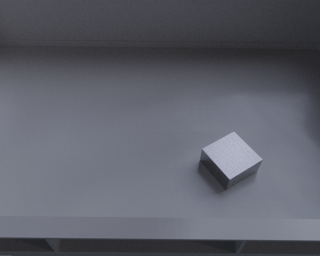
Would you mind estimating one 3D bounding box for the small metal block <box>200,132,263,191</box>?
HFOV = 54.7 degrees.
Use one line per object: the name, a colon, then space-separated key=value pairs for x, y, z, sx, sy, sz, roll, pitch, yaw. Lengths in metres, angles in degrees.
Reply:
small metal block: x=0.085 y=0.039 z=0.374 sx=0.050 sy=0.025 sz=0.050 roll=-26 pitch=55 yaw=-21
